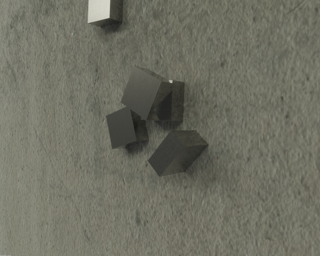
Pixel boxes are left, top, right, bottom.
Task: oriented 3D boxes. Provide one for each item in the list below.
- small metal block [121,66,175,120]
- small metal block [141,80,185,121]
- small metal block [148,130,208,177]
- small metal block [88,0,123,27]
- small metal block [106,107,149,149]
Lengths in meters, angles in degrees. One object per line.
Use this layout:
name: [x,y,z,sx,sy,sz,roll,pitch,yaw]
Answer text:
small metal block: [-0.016,-0.043,0.384,0.050,0.025,0.050,35,111,34]
small metal block: [0.003,-0.034,0.401,0.050,0.025,0.050,3,92,39]
small metal block: [0.022,0.029,0.369,0.025,0.050,0.050,51,120,27]
small metal block: [-0.083,-0.185,0.471,0.050,0.025,0.050,4,93,39]
small metal block: [-0.047,0.000,0.441,0.050,0.025,0.050,-20,78,38]
